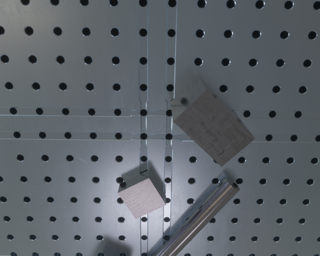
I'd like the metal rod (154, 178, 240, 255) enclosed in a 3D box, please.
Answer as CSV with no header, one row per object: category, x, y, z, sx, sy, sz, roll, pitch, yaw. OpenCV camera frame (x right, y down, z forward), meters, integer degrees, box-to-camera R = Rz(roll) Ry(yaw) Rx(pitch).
metal rod,0.015,0.192,0.484,0.025,0.025,0.299,35,106,-12

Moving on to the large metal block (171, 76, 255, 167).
large metal block,0.060,-0.012,0.380,0.080,0.080,0.050,43,105,-14

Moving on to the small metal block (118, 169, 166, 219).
small metal block,-0.025,0.096,0.448,0.050,0.025,0.050,-27,108,9
